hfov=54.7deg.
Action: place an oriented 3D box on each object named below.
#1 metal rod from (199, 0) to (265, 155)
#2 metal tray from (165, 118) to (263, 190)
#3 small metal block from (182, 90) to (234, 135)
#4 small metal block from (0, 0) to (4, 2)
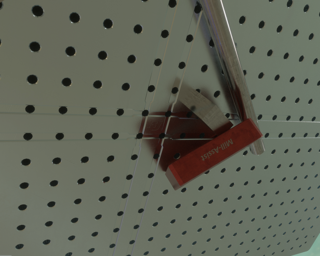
[{"bbox_3d":[0.107,-0.064,0.432,0.025,0.025,0.299,-35,129,-5],"label":"metal rod"},{"bbox_3d":[0.072,0.040,0.442,0.131,0.030,0.090,-29,167,-10],"label":"metal tray"},{"bbox_3d":[0.065,-0.019,0.421,0.025,0.050,0.050,-47,130,4],"label":"small metal block"},{"bbox_3d":[-0.151,-0.125,0.251,0.050,0.025,0.050,-34,129,-6],"label":"small metal block"}]
